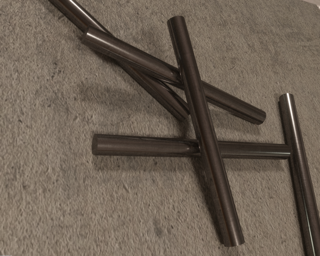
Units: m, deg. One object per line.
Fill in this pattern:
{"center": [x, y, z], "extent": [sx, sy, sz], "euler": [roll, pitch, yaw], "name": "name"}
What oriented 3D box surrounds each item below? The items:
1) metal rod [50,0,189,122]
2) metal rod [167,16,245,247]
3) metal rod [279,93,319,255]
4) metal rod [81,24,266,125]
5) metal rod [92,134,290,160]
{"center": [-0.071, -0.119, 0.439], "extent": [0.300, 0.025, 0.025], "euler": [43, 51, 1], "name": "metal rod"}
{"center": [0.055, -0.004, 0.398], "extent": [0.025, 0.025, 0.299], "euler": [-7, 78, -32], "name": "metal rod"}
{"center": [0.220, 0.069, 0.482], "extent": [0.025, 0.025, 0.300], "euler": [18, 55, -19], "name": "metal rod"}
{"center": [0.037, -0.065, 0.439], "extent": [0.302, 0.025, 0.025], "euler": [21, 53, -26], "name": "metal rod"}
{"center": [0.061, 0.028, 0.420], "extent": [0.303, 0.025, 0.025], "euler": [4, 60, -27], "name": "metal rod"}
